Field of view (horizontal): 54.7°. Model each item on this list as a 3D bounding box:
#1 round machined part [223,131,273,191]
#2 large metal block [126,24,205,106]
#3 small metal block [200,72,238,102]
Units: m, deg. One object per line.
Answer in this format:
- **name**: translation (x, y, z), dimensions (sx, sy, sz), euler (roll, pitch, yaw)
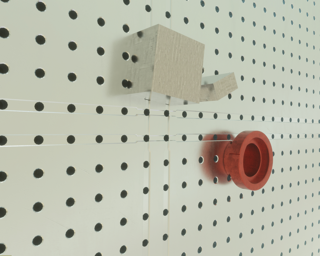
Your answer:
- **round machined part**: translation (0.144, 0.053, 0.519), dimensions (0.099, 0.042, 0.097), euler (0, 90, -40)
- **large metal block**: translation (0.009, -0.076, 0.400), dimensions (0.081, 0.050, 0.080), euler (10, 84, -40)
- **small metal block**: translation (0.078, -0.060, 0.458), dimensions (0.050, 0.050, 0.025), euler (-31, 109, -36)
